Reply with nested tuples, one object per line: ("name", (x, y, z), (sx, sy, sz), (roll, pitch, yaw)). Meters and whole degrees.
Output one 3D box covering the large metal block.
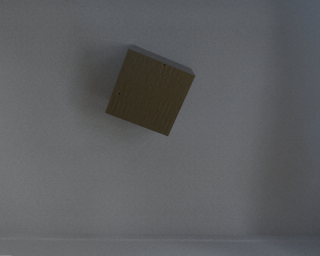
("large metal block", (-0.012, -0.047, 0.380), (0.080, 0.050, 0.080), (21, 109, -8))
